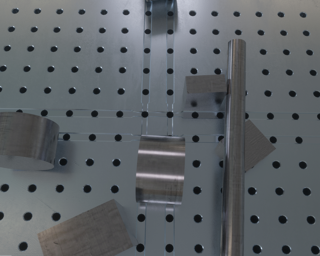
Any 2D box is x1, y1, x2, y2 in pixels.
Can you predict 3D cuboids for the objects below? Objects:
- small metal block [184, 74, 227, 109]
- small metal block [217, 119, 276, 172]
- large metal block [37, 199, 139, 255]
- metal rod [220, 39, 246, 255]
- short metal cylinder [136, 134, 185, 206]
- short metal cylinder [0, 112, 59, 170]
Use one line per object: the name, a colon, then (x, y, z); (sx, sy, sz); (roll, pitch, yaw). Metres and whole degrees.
small metal block: (0.059, -0.048, 0.416); (0.050, 0.050, 0.025); (-3, 70, -1)
small metal block: (0.111, 0.025, 0.403); (0.050, 0.025, 0.050); (-35, 74, -12)
large metal block: (-0.073, 0.122, 0.337); (0.080, 0.080, 0.050); (-24, 72, -8)
metal rod: (0.090, 0.025, 0.376); (0.025, 0.025, 0.299); (6, 70, 2)
short metal cylinder: (0.001, 0.049, 0.365); (0.050, 0.080, 0.080); (4, 70, 1)
short metal cylinder: (-0.167, 0.019, 0.374); (0.080, 0.080, 0.050); (1, 70, 0)
